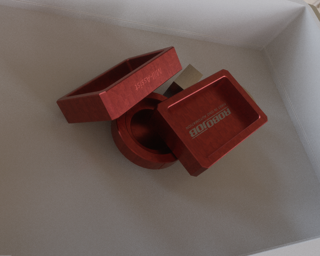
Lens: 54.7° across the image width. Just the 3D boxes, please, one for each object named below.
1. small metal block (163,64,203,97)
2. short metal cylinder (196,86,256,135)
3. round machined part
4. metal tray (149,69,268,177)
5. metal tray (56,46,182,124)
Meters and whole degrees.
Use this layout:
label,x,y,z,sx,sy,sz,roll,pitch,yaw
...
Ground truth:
label,x,y,z,sx,sy,sz,roll,pitch,yaw
small metal block,0.029,-0.056,0.438,0.025,0.050,0.050,40,49,-2
short metal cylinder,0.096,-0.023,0.455,0.081,0.050,0.080,14,56,-21
round machined part,-0.014,0.006,0.384,0.099,0.042,0.098,14,56,-21
metal tray,0.063,-0.011,0.382,0.131,0.030,0.090,-31,78,-34
metal tray,-0.045,-0.052,0.369,0.131,0.090,0.030,-43,119,-40
